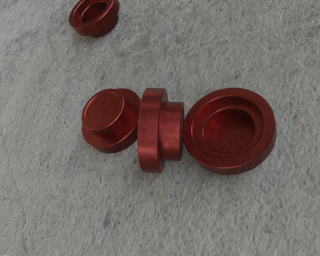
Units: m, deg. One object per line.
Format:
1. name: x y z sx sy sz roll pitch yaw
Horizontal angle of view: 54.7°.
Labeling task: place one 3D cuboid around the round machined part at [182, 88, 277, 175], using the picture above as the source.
1. round machined part: 0.078 0.007 0.345 0.098 0.042 0.098 -11 58 19

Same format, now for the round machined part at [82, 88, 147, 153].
1. round machined part: -0.070 -0.017 0.439 0.098 0.042 0.098 -13 56 20

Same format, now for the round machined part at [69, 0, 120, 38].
1. round machined part: -0.118 -0.209 0.581 0.098 0.042 0.098 -13 56 20

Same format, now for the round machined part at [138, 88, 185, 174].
1. round machined part: 0.005 0.003 0.355 0.042 0.098 0.098 3 61 7
